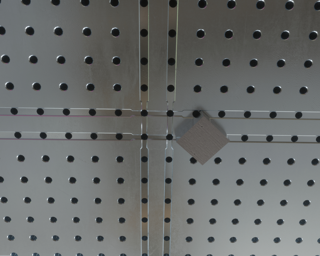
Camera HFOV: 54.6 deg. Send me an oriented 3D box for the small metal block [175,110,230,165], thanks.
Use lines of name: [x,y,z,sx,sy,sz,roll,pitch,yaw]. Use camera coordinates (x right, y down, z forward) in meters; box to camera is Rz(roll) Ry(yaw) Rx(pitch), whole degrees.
small metal block: [0.057,0.013,0.419,0.050,0.025,0.050,42,105,-14]
